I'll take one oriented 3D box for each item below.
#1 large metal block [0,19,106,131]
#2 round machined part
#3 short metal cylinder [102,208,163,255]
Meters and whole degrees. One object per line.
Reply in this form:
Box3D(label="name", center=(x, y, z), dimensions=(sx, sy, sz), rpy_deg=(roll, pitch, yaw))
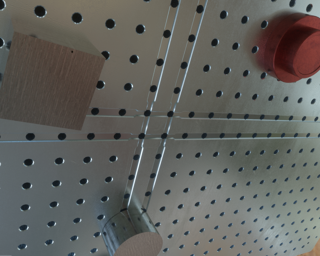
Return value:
Box3D(label="large metal block", center=(-0.110, -0.050, 0.304), dimensions=(0.081, 0.050, 0.079), rpy_deg=(11, 113, -33))
Box3D(label="round machined part", center=(0.202, -0.110, 0.442), dimensions=(0.099, 0.042, 0.097), rpy_deg=(-14, 124, -21))
Box3D(label="short metal cylinder", center=(-0.043, 0.172, 0.478), dimensions=(0.081, 0.050, 0.079), rpy_deg=(-14, 125, -21))
